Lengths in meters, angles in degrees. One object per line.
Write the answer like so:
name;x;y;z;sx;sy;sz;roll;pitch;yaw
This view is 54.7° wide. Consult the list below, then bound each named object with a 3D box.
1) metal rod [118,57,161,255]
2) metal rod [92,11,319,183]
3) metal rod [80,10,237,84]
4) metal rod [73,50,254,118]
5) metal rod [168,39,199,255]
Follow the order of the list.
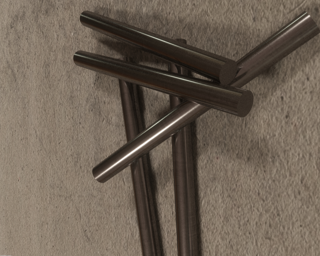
metal rod;-0.029;0.049;0.426;0.025;0.025;0.298;-14;81;39
metal rod;0.031;-0.019;0.349;0.299;0.025;0.025;-36;68;24
metal rod;-0.026;-0.115;0.399;0.300;0.025;0.025;34;111;42
metal rod;-0.024;-0.065;0.378;0.300;0.025;0.025;24;105;44
metal rod;0.028;0.041;0.379;0.025;0.025;0.298;-5;87;39
